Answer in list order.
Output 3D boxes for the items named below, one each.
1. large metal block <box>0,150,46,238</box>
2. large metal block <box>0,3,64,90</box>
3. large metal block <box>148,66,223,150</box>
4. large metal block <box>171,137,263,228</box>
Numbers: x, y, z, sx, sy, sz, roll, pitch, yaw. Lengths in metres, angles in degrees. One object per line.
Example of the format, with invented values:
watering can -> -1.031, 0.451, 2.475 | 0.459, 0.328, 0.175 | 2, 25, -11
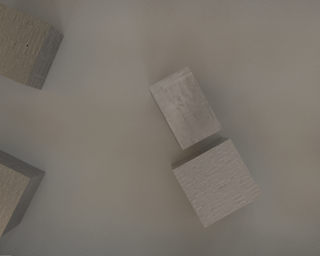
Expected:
large metal block -> -0.210, 0.078, 0.397 | 0.080, 0.050, 0.080 | 27, 90, 0
large metal block -> -0.184, -0.104, 0.397 | 0.080, 0.050, 0.080 | 23, 90, 0
large metal block -> 0.029, -0.023, 0.384 | 0.050, 0.080, 0.080 | -28, 90, 0
large metal block -> 0.070, 0.066, 0.399 | 0.080, 0.050, 0.080 | -29, 90, 0
